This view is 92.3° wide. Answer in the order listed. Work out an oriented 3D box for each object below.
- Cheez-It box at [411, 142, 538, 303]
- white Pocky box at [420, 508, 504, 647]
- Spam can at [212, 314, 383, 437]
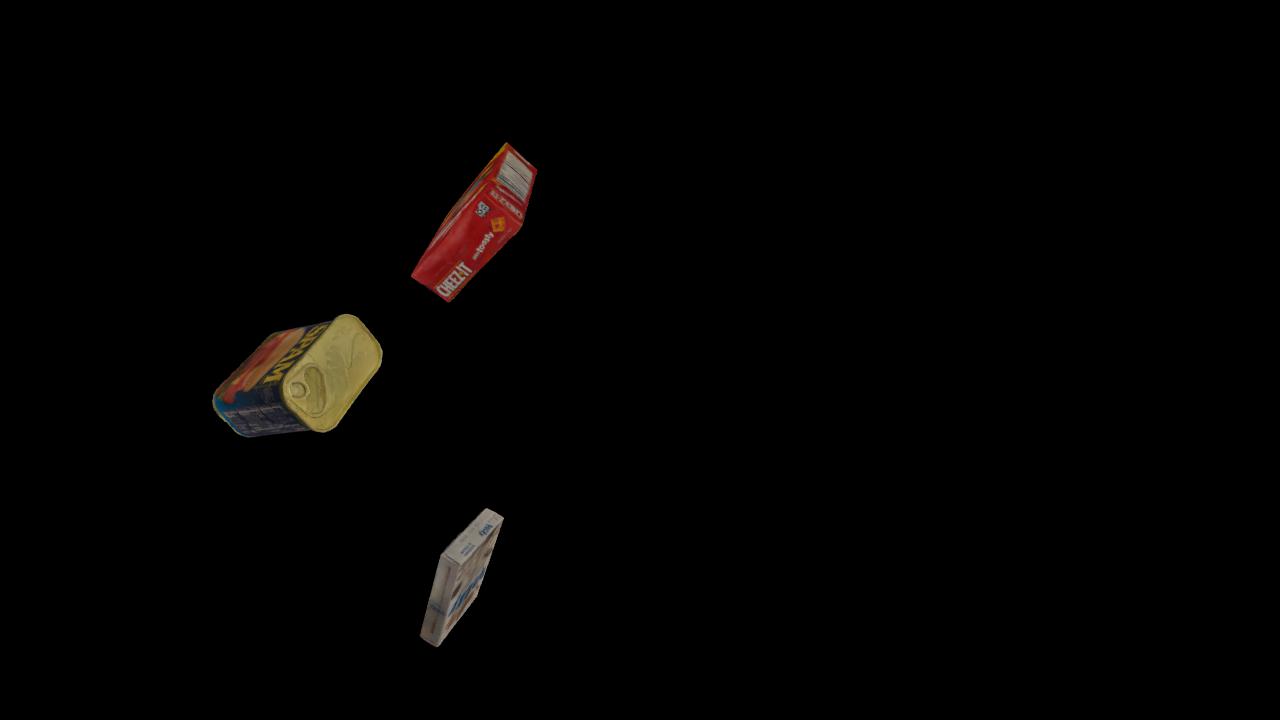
[{"bbox_3d":[-0.233,-0.205,0.894,0.071,0.166,0.223,38,25,-25],"label":"Cheez-It box"},{"bbox_3d":[-0.203,0.246,0.695,0.028,0.154,0.084,28,31,8],"label":"white Pocky box"},{"bbox_3d":[-0.279,0.014,0.506,0.085,0.058,0.101,-8,39,22],"label":"Spam can"}]
